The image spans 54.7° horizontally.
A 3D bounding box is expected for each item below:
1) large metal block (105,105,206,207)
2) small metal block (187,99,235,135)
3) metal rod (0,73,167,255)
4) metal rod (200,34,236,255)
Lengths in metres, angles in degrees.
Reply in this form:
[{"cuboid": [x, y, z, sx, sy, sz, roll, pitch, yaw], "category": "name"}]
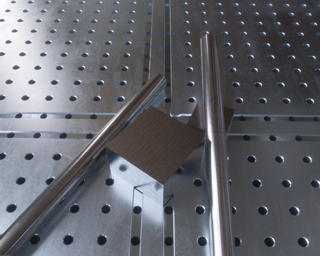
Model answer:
[{"cuboid": [-0.004, 0.030, 0.366, 0.080, 0.050, 0.080, 31, 56, 23], "category": "large metal block"}, {"cuboid": [0.067, -0.007, 0.414, 0.050, 0.025, 0.050, 19, 52, 15], "category": "small metal block"}, {"cuboid": [-0.078, 0.026, 0.384, 0.025, 0.025, 0.301, 25, 54, 19], "category": "metal rod"}, {"cuboid": [0.066, 0.001, 0.375, 0.025, 0.025, 0.299, 2, 60, 1], "category": "metal rod"}]
